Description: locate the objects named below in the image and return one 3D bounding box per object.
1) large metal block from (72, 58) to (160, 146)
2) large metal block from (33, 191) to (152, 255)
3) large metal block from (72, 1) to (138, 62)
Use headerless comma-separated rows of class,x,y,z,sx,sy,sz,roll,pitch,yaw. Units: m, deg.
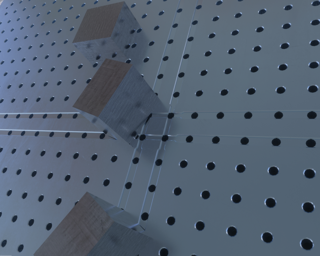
large metal block,-0.056,-0.035,0.422,0.050,0.080,0.080,20,72,35
large metal block,-0.068,0.126,0.330,0.050,0.080,0.080,34,81,38
large metal block,-0.094,-0.167,0.542,0.080,0.050,0.080,0,62,28
